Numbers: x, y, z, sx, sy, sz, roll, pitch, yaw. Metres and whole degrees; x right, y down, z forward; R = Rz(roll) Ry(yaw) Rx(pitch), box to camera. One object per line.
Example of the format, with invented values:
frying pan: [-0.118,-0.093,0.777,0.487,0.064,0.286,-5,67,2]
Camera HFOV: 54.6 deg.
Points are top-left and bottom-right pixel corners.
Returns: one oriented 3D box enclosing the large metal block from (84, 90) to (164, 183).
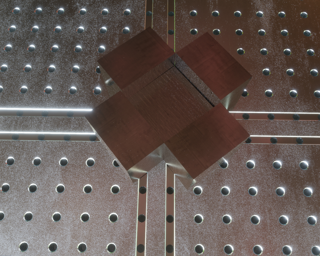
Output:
large metal block: [-0.040,0.014,0.377,0.050,0.080,0.080,-37,75,-12]

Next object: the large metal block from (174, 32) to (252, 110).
large metal block: [0.064,-0.062,0.406,0.050,0.080,0.080,-37,75,-12]

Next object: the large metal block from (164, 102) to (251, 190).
large metal block: [0.052,0.025,0.375,0.080,0.080,0.050,-35,74,-12]

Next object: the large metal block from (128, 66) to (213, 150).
large metal block: [0.013,-0.019,0.404,0.080,0.050,0.080,-37,73,-10]

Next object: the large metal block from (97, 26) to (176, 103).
large metal block: [-0.028,-0.072,0.409,0.080,0.080,0.050,-37,74,-12]
